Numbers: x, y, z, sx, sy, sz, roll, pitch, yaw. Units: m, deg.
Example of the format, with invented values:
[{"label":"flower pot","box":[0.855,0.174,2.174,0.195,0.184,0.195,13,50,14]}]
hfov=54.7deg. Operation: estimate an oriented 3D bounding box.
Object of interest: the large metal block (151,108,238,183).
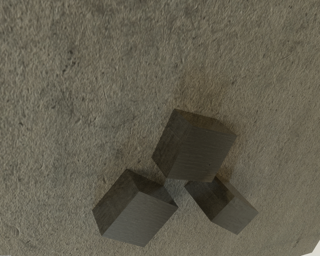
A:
[{"label":"large metal block","box":[0.047,0.026,0.432,0.081,0.050,0.079,12,113,-33]}]

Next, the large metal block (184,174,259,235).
[{"label":"large metal block","box":[0.098,0.114,0.495,0.050,0.080,0.080,-49,129,6]}]

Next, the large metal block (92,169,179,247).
[{"label":"large metal block","box":[-0.035,0.116,0.443,0.080,0.050,0.080,33,100,-38]}]
